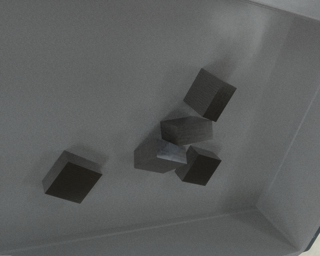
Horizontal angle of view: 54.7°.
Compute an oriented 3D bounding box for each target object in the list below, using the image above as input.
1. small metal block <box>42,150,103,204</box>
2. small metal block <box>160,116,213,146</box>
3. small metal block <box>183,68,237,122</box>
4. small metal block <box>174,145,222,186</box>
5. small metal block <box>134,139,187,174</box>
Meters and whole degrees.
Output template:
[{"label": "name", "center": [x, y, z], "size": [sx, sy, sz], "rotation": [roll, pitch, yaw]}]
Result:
[{"label": "small metal block", "center": [-0.110, 0.062, 0.388], "size": [0.050, 0.025, 0.050], "rotation": [31, 101, -38]}, {"label": "small metal block", "center": [0.035, 0.003, 0.411], "size": [0.050, 0.050, 0.025], "rotation": [-10, 103, -23]}, {"label": "small metal block", "center": [0.063, -0.043, 0.402], "size": [0.025, 0.050, 0.050], "rotation": [18, 109, -36]}, {"label": "small metal block", "center": [0.059, 0.059, 0.480], "size": [0.050, 0.025, 0.050], "rotation": [18, 109, -36]}, {"label": "small metal block", "center": [0.000, 0.040, 0.418], "size": [0.050, 0.025, 0.050], "rotation": [17, 148, -35]}]
